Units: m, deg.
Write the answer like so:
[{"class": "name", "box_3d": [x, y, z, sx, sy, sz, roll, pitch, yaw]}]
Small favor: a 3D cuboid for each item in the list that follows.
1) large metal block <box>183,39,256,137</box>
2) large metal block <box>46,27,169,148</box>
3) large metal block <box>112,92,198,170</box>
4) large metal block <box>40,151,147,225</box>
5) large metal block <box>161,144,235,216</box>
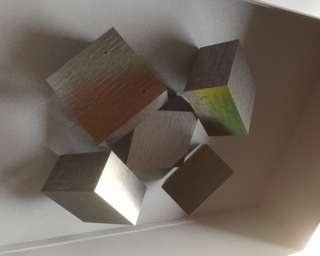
[{"class": "large metal block", "box_3d": [0.077, -0.046, 0.377, 0.080, 0.050, 0.080, 55, 42, -39]}, {"class": "large metal block", "box_3d": [-0.049, -0.037, 0.310, 0.080, 0.080, 0.050, -39, 173, -2]}, {"class": "large metal block", "box_3d": [-0.007, 0.004, 0.387, 0.081, 0.050, 0.079, 1, 118, -29]}, {"class": "large metal block", "box_3d": [-0.075, 0.073, 0.368, 0.080, 0.050, 0.080, -7, 137, 30]}, {"class": "large metal block", "box_3d": [0.051, 0.067, 0.432, 0.080, 0.050, 0.080, -44, 174, 2]}]
